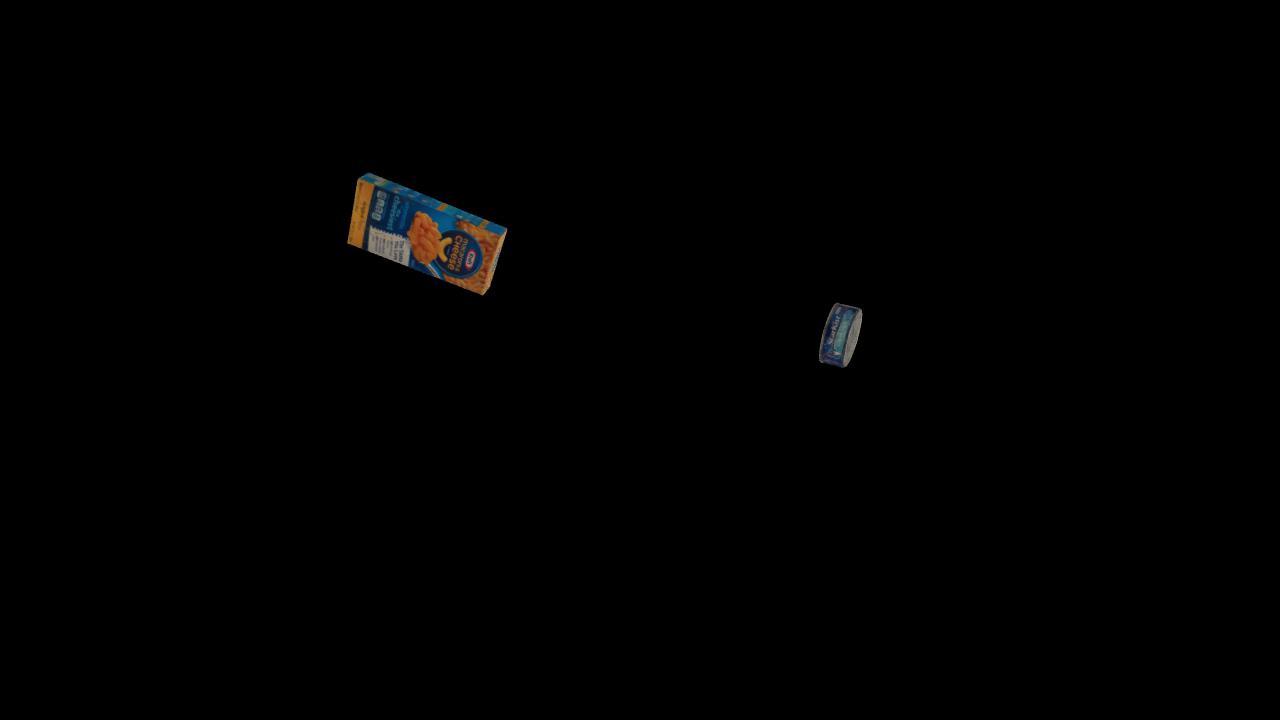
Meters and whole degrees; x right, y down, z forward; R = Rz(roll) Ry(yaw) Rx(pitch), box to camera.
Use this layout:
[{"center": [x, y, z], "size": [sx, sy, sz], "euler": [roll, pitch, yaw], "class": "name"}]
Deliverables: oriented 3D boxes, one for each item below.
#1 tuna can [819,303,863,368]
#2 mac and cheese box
[{"center": [0.270, -0.033, 0.826], "size": [0.034, 0.084, 0.084], "euler": [17, 8, 27], "class": "tuna can"}, {"center": [-0.275, -0.161, 0.797], "size": [0.184, 0.093, 0.041], "euler": [21, 27, -8], "class": "mac and cheese box"}]
